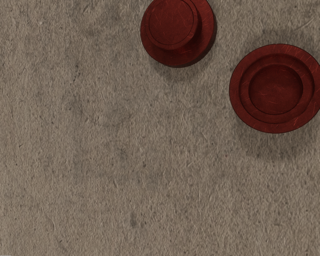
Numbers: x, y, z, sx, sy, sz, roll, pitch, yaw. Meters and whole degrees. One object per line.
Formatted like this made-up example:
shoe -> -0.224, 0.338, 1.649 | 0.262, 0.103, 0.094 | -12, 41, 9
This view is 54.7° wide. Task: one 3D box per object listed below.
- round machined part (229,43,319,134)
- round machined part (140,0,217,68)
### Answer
round machined part -> 0.131, -0.043, 0.354 | 0.098, 0.042, 0.097 | 0, 90, 19
round machined part -> 0.020, -0.128, 0.392 | 0.098, 0.042, 0.097 | 0, 90, 19
